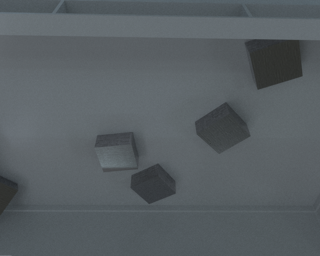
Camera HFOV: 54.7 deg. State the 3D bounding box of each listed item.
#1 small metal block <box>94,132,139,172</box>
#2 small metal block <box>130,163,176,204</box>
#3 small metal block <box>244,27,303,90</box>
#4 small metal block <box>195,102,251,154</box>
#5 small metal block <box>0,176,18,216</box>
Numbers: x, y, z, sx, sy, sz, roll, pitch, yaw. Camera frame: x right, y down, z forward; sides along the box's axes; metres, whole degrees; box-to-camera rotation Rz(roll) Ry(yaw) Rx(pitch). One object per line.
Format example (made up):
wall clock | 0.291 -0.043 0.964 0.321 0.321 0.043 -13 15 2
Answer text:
small metal block | -0.060 0.035 0.438 0.050 0.025 0.050 -6 130 4
small metal block | -0.010 0.088 0.484 0.050 0.025 0.050 -27 126 20
small metal block | 0.127 -0.077 0.346 0.050 0.025 0.050 -17 129 13
small metal block | 0.083 0.001 0.412 0.050 0.025 0.050 -35 123 25
small metal block | -0.256 0.101 0.475 0.050 0.025 0.050 36 86 -29
